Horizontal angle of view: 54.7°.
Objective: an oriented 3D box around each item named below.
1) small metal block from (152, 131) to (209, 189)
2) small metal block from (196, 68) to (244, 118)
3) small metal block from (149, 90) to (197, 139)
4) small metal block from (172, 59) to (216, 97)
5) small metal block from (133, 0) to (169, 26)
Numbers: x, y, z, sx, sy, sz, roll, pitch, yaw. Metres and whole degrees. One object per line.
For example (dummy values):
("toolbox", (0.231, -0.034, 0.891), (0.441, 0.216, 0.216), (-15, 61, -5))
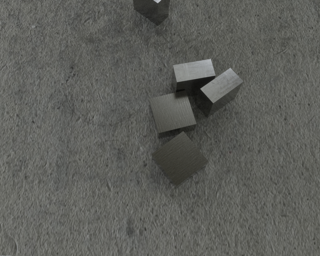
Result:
("small metal block", (0.025, 0.041, 0.393), (0.050, 0.025, 0.050), (-35, 74, -12))
("small metal block", (0.078, -0.045, 0.412), (0.050, 0.050, 0.025), (-35, 74, -12))
("small metal block", (0.016, -0.018, 0.415), (0.050, 0.025, 0.050), (-14, 71, -5))
("small metal block", (0.044, -0.065, 0.419), (0.050, 0.050, 0.025), (-10, 71, -4))
("small metal block", (-0.014, -0.190, 0.464), (0.050, 0.050, 0.025), (39, 75, 13))
